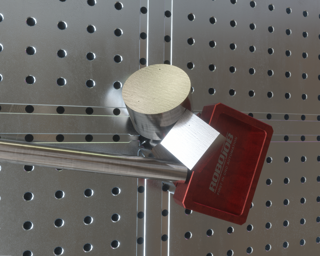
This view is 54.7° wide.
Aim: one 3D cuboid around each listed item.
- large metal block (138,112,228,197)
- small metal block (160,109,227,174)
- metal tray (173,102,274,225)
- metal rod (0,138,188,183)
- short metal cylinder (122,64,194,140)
[{"bbox_3d":[0.032,0.035,0.411,0.080,0.050,0.080,-37,102,-17],"label":"large metal block"},{"bbox_3d":[0.038,0.015,0.350,0.050,0.050,0.025,-53,147,5],"label":"small metal block"},{"bbox_3d":[0.080,0.044,0.385,0.091,0.030,0.129,22,82,-19],"label":"metal tray"},{"bbox_3d":[-0.119,0.031,0.338,0.302,0.025,0.025,8,87,-9],"label":"metal rod"},{"bbox_3d":[-0.001,-0.032,0.377,0.080,0.080,0.050,-37,145,-17],"label":"short metal cylinder"}]
